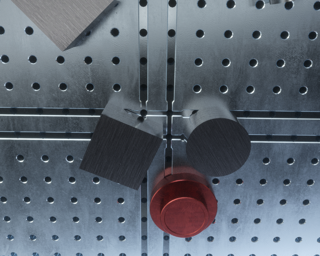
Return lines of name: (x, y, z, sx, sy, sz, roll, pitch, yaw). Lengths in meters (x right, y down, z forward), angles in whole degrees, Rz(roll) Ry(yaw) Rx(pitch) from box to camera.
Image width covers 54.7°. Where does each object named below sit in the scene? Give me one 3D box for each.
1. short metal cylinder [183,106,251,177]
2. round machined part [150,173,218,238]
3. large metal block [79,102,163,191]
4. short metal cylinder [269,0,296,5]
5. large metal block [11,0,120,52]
short metal cylinder: (0.072, 0.017, 0.407, 0.081, 0.050, 0.079, 0, 110, 0)
round machined part: (0.034, 0.118, 0.448, 0.099, 0.042, 0.097, 0, 110, 0)
large metal block: (-0.049, 0.024, 0.408, 0.080, 0.050, 0.080, 23, 108, -8)
short metal cylinder: (0.154, -0.166, 0.324, 0.080, 0.080, 0.050, -13, 110, 5)
large metal block: (-0.105, -0.145, 0.345, 0.080, 0.050, 0.080, -40, 106, 13)
